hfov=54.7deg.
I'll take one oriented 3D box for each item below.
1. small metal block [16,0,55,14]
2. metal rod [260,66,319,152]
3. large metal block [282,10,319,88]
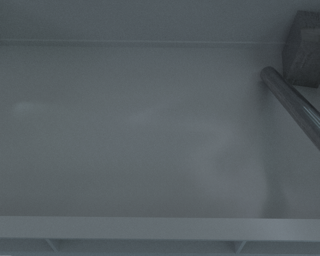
[{"bbox_3d":[-0.250,-0.257,0.621,0.050,0.025,0.050,20,53,15],"label":"small metal block"},{"bbox_3d":[0.162,-0.015,0.346,0.025,0.025,0.300,2,27,1],"label":"metal rod"},{"bbox_3d":[0.226,-0.120,0.473,0.050,0.080,0.080,9,51,7],"label":"large metal block"}]
